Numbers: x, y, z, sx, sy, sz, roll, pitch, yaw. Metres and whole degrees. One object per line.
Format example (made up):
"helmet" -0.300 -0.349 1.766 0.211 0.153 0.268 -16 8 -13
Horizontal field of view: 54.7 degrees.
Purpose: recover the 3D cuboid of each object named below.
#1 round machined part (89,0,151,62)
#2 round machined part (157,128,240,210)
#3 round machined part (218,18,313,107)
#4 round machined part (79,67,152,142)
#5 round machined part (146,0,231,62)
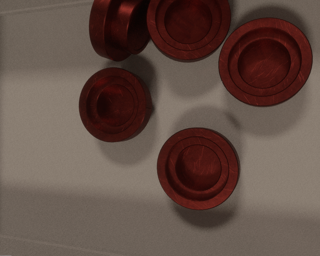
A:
"round machined part" -0.041 -0.130 0.385 0.042 0.098 0.097 22 97 18
"round machined part" 0.049 0.048 0.384 0.098 0.042 0.097 0 90 19
"round machined part" 0.120 -0.072 0.359 0.098 0.042 0.097 0 90 19
"round machined part" -0.056 -0.030 0.420 0.098 0.042 0.097 0 90 19
"round machined part" 0.034 -0.129 0.380 0.099 0.042 0.097 0 93 3
